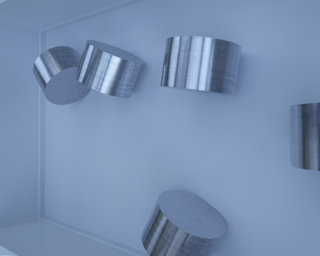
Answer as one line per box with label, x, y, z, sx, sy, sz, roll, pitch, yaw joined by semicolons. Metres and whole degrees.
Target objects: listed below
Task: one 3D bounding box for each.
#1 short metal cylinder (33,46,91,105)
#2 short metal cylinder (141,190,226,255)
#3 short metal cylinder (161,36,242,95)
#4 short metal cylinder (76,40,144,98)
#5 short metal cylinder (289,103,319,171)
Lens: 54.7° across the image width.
short metal cylinder;-0.153;-0.083;0.494;0.080;0.081;0.050;-50;61;28
short metal cylinder;0.026;0.114;0.348;0.080;0.081;0.050;35;112;34
short metal cylinder;0.043;-0.065;0.334;0.080;0.081;0.050;12;98;39
short metal cylinder;-0.068;-0.082;0.425;0.080;0.081;0.050;36;112;34
short metal cylinder;0.148;0.006;0.249;0.080;0.081;0.050;-1;89;39
